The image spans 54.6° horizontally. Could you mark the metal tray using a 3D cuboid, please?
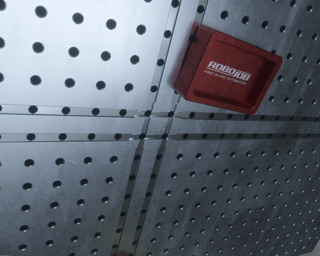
[{"bbox_3d":[0.093,-0.072,0.413,0.131,0.030,0.089,9,114,-32],"label":"metal tray"}]
